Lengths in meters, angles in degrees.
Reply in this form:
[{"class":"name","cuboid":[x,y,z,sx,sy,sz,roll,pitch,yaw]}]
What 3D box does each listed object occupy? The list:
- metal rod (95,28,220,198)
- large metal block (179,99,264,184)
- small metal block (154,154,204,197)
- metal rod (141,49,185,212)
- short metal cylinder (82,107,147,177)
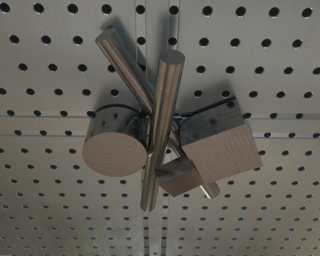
[{"class":"metal rod","cuboid":[0.013,0.003,0.409,0.025,0.025,0.300,-22,127,18]},{"class":"large metal block","cuboid":[0.080,0.020,0.407,0.080,0.050,0.080,-21,127,17]},{"class":"small metal block","cuboid":[0.028,0.065,0.421,0.050,0.025,0.050,-27,141,11]},{"class":"metal rod","cuboid":[-0.004,0.030,0.407,0.025,0.025,0.298,5,138,-4]},{"class":"short metal cylinder","cuboid":[-0.057,0.019,0.406,0.081,0.050,0.079,-1,130,-1]}]
